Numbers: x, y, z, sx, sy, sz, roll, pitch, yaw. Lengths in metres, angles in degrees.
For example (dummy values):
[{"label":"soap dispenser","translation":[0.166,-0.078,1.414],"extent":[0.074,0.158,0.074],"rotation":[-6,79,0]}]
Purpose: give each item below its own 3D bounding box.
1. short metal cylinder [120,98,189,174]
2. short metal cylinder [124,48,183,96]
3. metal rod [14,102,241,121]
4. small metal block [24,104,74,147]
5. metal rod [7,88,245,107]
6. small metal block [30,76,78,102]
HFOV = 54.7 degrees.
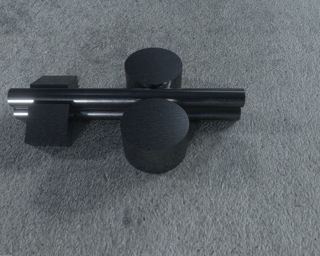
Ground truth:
[{"label":"short metal cylinder","translation":[-0.006,0.009,0.380],"extent":[0.081,0.050,0.080],"rotation":[0,50,0]},{"label":"short metal cylinder","translation":[-0.009,-0.072,0.448],"extent":[0.081,0.050,0.080],"rotation":[0,50,0]},{"label":"metal rod","translation":[-0.043,-0.023,0.424],"extent":[0.302,0.025,0.025],"rotation":[0,50,0]},{"label":"small metal block","translation":[-0.139,-0.003,0.393],"extent":[0.050,0.025,0.050],"rotation":[1,77,0]},{"label":"metal rod","translation":[-0.042,-0.040,0.405],"extent":[0.302,0.025,0.025],"rotation":[0,50,0]},{"label":"small metal block","translation":[-0.147,-0.056,0.438],"extent":[0.050,0.025,0.050],"rotation":[0,23,0]}]
